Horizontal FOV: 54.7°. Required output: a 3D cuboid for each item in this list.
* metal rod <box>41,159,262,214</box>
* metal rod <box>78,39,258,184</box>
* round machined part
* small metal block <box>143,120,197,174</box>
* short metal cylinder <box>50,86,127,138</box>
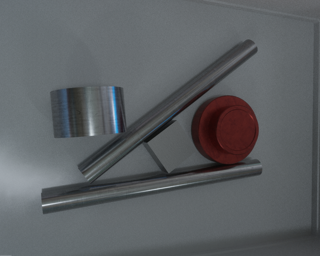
[{"bbox_3d":[0.004,0.073,0.412,0.303,0.025,0.025,-6,92,-20],"label":"metal rod"},{"bbox_3d":[0.022,-0.031,0.418,0.301,0.025,0.025,-38,103,-16],"label":"metal rod"},{"bbox_3d":[0.099,0.002,0.436,0.099,0.042,0.097,0,90,-21],"label":"round machined part"},{"bbox_3d":[0.013,0.024,0.414,0.050,0.025,0.050,-37,102,-16],"label":"small metal block"},{"bbox_3d":[-0.080,-0.018,0.351,0.081,0.080,0.050,-5,92,-20],"label":"short metal cylinder"}]
